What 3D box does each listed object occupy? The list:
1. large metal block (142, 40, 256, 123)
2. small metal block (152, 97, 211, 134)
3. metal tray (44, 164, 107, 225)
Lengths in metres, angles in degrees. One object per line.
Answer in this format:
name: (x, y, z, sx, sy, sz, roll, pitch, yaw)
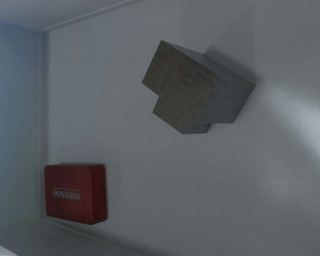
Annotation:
large metal block: (0.042, -0.048, 0.335, 0.080, 0.081, 0.050, 40, 115, 32)
small metal block: (0.029, -0.017, 0.365, 0.050, 0.050, 0.025, 37, 113, 33)
metal tray: (-0.145, 0.107, 0.520, 0.130, 0.030, 0.089, -5, 87, 39)
